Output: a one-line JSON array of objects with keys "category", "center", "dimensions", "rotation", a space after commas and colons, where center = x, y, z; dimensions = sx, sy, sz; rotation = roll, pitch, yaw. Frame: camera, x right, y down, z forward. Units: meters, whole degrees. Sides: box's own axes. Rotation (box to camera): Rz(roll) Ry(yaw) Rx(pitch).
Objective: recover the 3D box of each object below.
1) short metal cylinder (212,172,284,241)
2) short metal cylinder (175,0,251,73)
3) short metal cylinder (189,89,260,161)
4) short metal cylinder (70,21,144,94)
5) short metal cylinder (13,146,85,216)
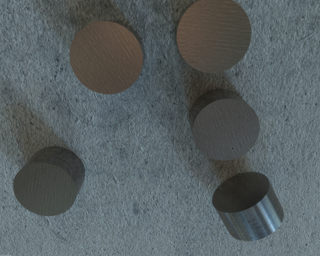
[{"category": "short metal cylinder", "center": [0.118, 0.104, 0.420], "dimensions": [0.080, 0.080, 0.050], "rotation": [-27, 108, 9]}, {"category": "short metal cylinder", "center": [0.058, -0.108, 0.357], "dimensions": [0.081, 0.050, 0.079], "rotation": [0, 110, 0]}, {"category": "short metal cylinder", "center": [0.079, -0.005, 0.395], "dimensions": [0.081, 0.050, 0.079], "rotation": [0, 110, 0]}, {"category": "short metal cylinder", "center": [-0.059, -0.084, 0.365], "dimensions": [0.081, 0.050, 0.079], "rotation": [0, 110, 0]}, {"category": "short metal cylinder", "center": [-0.148, 0.071, 0.421], "dimensions": [0.081, 0.050, 0.079], "rotation": [0, 110, 0]}]
